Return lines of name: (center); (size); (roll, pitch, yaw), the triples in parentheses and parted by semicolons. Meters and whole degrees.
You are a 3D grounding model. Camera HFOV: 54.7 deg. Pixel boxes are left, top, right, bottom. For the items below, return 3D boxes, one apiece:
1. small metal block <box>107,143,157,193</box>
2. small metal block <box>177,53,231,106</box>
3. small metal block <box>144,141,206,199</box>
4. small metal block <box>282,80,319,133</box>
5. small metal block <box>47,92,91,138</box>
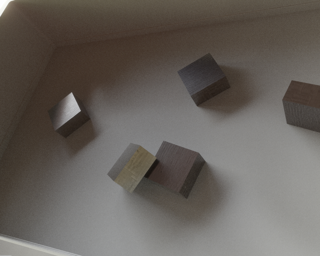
small metal block: (-0.036, 0.047, 0.378); (0.050, 0.025, 0.050); (-54, 15, -10)
small metal block: (0.058, -0.065, 0.414); (0.050, 0.025, 0.050); (-30, 52, 9)
small metal block: (0.018, 0.048, 0.366); (0.050, 0.025, 0.050); (18, 71, 34)
small metal block: (0.158, -0.020, 0.319); (0.050, 0.050, 0.025); (20, 73, 35)
small metal block: (-0.145, -0.021, 0.492); (0.050, 0.025, 0.050); (-37, 51, 3)
